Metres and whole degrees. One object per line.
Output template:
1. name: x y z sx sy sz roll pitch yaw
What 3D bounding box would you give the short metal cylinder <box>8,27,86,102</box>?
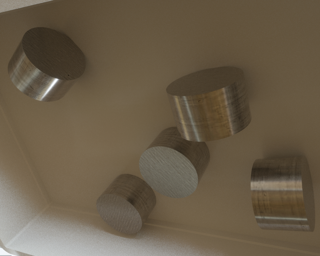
1. short metal cylinder: -0.144 -0.081 0.397 0.080 0.080 0.050 48 129 -6

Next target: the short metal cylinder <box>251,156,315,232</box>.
1. short metal cylinder: 0.138 0.073 0.345 0.050 0.080 0.080 -9 114 31

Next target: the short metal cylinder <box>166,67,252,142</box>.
1. short metal cylinder: 0.052 -0.027 0.328 0.080 0.080 0.050 -3 117 29

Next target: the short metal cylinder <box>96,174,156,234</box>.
1. short metal cylinder: -0.053 0.120 0.493 0.080 0.050 0.079 13 124 20

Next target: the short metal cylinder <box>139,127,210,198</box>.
1. short metal cylinder: 0.020 0.045 0.409 0.080 0.050 0.079 13 124 20
